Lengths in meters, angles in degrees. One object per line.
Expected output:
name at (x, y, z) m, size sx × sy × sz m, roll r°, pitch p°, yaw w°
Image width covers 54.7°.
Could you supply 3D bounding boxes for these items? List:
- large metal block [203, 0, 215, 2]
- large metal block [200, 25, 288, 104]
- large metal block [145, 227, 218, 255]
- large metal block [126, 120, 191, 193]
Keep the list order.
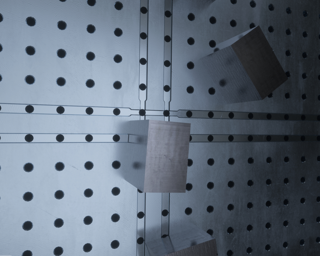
large metal block at (0.070, -0.226, 0.410) m, size 0.050 × 0.080 × 0.079 m, roll 3°, pitch 89°, yaw -20°
large metal block at (0.113, -0.082, 0.426) m, size 0.050 × 0.080 × 0.080 m, roll -37°, pitch 103°, yaw -16°
large metal block at (0.032, 0.189, 0.413) m, size 0.081 × 0.050 × 0.079 m, roll -10°, pitch 94°, yaw -20°
large metal block at (-0.005, 0.032, 0.383) m, size 0.050 × 0.080 × 0.080 m, roll 5°, pitch 89°, yaw -20°
